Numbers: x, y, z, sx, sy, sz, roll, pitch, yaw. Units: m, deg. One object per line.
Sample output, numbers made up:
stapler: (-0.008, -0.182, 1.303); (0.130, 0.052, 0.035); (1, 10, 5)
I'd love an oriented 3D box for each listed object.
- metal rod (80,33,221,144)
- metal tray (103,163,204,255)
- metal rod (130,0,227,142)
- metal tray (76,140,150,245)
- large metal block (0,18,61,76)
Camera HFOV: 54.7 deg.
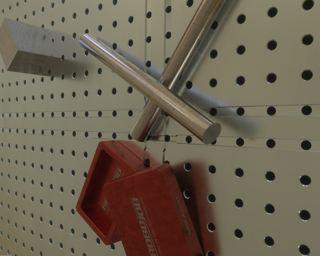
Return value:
metal rod: (-0.034, -0.068, 0.407); (0.300, 0.025, 0.025); (41, 115, 41)
metal tray: (-0.009, 0.118, 0.388); (0.090, 0.030, 0.129); (-21, 87, 27)
metal rod: (0.039, -0.107, 0.375); (0.025, 0.025, 0.298); (44, 116, 30)
metal tray: (-0.073, 0.095, 0.463); (0.090, 0.030, 0.129); (35, 111, 34)
large metal block: (-0.243, -0.146, 0.570); (0.050, 0.081, 0.080); (-44, 64, 31)
